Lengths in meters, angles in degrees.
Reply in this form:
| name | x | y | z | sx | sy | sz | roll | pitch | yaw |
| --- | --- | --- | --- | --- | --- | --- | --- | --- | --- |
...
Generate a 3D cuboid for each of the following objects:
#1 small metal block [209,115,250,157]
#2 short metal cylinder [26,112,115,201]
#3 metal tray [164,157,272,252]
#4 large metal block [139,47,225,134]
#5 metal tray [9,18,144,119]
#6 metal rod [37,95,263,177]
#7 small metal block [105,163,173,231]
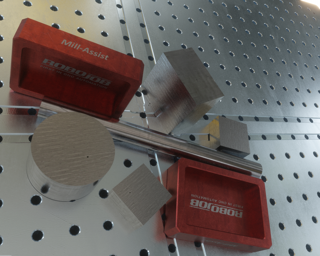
| name | x | y | z | sx | sy | sz | roll | pitch | yaw |
| --- | --- | --- | --- | --- | --- | --- | --- | --- | --- |
| small metal block | 0.101 | 0.015 | 0.453 | 0.050 | 0.025 | 0.050 | 16 | 55 | -19 |
| short metal cylinder | -0.093 | 0.030 | 0.322 | 0.081 | 0.050 | 0.080 | 14 | 56 | -21 |
| metal tray | 0.073 | 0.096 | 0.384 | 0.131 | 0.030 | 0.090 | 17 | 55 | -19 |
| large metal block | 0.026 | -0.048 | 0.418 | 0.050 | 0.080 | 0.080 | -20 | 73 | -36 |
| metal tray | -0.095 | -0.059 | 0.350 | 0.131 | 0.090 | 0.030 | 17 | 55 | -19 |
| metal rod | 0.002 | 0.019 | 0.397 | 0.302 | 0.025 | 0.025 | 18 | 55 | -18 |
| small metal block | -0.023 | 0.077 | 0.349 | 0.050 | 0.025 | 0.050 | 48 | 51 | 5 |
